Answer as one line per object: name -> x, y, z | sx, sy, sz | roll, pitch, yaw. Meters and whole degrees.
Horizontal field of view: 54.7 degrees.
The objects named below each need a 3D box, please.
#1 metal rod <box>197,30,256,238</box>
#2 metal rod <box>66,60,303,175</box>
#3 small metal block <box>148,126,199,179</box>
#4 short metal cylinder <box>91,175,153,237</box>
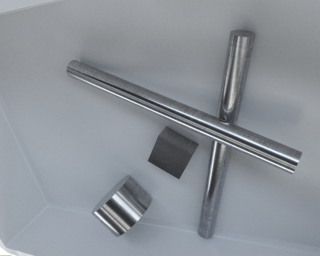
metal rod -> 0.075, 0.031, 0.387 | 0.025, 0.025, 0.298 | 16, 125, 19
metal rod -> 0.010, -0.022, 0.364 | 0.301, 0.025, 0.025 | 24, 127, 21
small metal block -> 0.017, 0.034, 0.419 | 0.050, 0.025, 0.050 | 29, 128, 9
short metal cylinder -> -0.058, 0.118, 0.475 | 0.050, 0.080, 0.080 | 46, 129, -4
